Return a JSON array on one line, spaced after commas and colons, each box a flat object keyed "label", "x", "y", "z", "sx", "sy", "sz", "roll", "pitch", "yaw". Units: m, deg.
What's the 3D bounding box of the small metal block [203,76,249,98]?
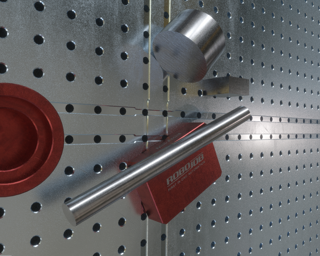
[{"label": "small metal block", "x": 0.102, "y": -0.063, "z": 0.481, "sx": 0.050, "sy": 0.050, "sz": 0.025, "roll": 0, "pitch": 90, "yaw": -40}]

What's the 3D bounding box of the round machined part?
[{"label": "round machined part", "x": -0.142, "y": 0.010, "z": 0.280, "sx": 0.099, "sy": 0.042, "sz": 0.097, "roll": 0, "pitch": 90, "yaw": -40}]

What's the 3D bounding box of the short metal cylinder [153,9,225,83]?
[{"label": "short metal cylinder", "x": 0.038, "y": -0.106, "z": 0.407, "sx": 0.050, "sy": 0.080, "sz": 0.080, "roll": -52, "pitch": 121, "yaw": -27}]

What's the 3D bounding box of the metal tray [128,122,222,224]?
[{"label": "metal tray", "x": 0.026, "y": 0.058, "z": 0.430, "sx": 0.131, "sy": 0.030, "sz": 0.090, "roll": -31, "pitch": 110, "yaw": -36}]

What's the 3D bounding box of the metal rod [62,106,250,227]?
[{"label": "metal rod", "x": 0.021, "y": 0.031, "z": 0.388, "sx": 0.302, "sy": 0.025, "sz": 0.025, "roll": -26, "pitch": 107, "yaw": -37}]
